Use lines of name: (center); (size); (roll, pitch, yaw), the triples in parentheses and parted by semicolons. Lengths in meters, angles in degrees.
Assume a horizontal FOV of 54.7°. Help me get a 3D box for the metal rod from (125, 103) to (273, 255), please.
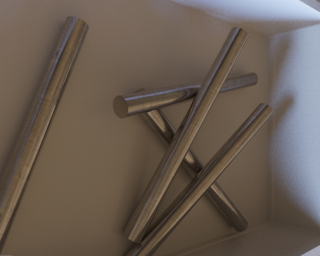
metal rod: (0.064, 0.070, 0.430); (0.301, 0.025, 0.025); (-44, 118, -20)

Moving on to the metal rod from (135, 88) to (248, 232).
metal rod: (0.054, 0.062, 0.454); (0.300, 0.025, 0.025); (51, 60, -28)

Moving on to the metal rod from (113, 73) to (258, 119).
metal rod: (0.059, -0.054, 0.438); (0.302, 0.025, 0.025); (-17, 101, -45)

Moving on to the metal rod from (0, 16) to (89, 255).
metal rod: (-0.130, 0.027, 0.298); (0.025, 0.025, 0.299); (27, 73, -37)

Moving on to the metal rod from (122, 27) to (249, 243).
metal rod: (0.036, 0.004, 0.397); (0.025, 0.025, 0.299); (33, 82, -36)
